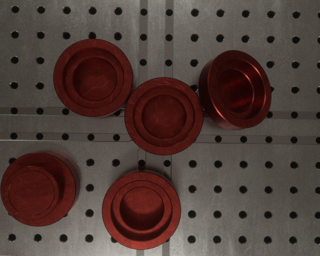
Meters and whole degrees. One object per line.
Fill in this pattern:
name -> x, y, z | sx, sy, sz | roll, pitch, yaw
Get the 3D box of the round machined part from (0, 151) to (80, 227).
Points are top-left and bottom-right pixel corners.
round machined part -> -0.159, 0.080, 0.403 | 0.099, 0.042, 0.097 | 0, 90, -1

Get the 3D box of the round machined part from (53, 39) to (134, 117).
round machined part -> -0.083, -0.062, 0.404 | 0.099, 0.042, 0.097 | 0, 90, -1

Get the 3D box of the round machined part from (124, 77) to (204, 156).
round machined part -> 0.005, -0.015, 0.404 | 0.099, 0.042, 0.097 | 0, 90, 1

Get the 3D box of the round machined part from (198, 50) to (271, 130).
round machined part -> 0.090, -0.045, 0.393 | 0.099, 0.042, 0.097 | 5, 79, -26

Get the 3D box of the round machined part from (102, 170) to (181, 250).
round machined part -> -0.023, 0.103, 0.405 | 0.099, 0.042, 0.097 | 0, 90, -1
